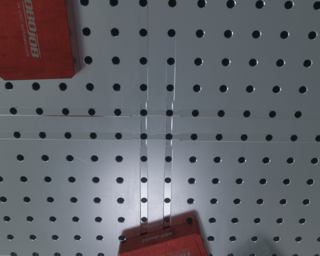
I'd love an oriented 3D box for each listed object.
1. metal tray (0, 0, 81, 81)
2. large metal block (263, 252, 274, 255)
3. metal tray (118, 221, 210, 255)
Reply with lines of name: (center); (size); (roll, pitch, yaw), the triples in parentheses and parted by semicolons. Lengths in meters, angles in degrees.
metal tray: (-0.149, -0.124, 0.364); (0.091, 0.030, 0.129); (-2, 110, 0)
large metal block: (0.176, 0.262, 0.498); (0.080, 0.050, 0.080); (-40, 106, 13)
metal tray: (0.010, 0.206, 0.486); (0.131, 0.030, 0.090); (-17, 109, 6)
